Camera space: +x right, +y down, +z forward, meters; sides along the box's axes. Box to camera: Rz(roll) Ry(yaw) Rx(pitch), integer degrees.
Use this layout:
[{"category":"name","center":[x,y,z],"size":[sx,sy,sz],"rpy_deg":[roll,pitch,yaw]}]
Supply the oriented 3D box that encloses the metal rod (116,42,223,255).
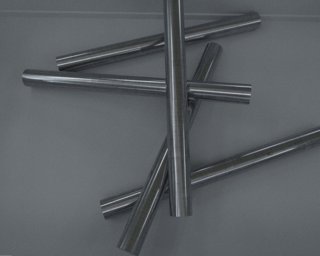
[{"category":"metal rod","center":[0.023,0.007,0.389],"size":[0.025,0.025,0.300],"rpy_deg":[22,64,7]}]

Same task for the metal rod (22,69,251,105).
[{"category":"metal rod","center":[-0.038,-0.055,0.404],"size":[0.301,0.025,0.025],"rpy_deg":[6,70,11]}]

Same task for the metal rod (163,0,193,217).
[{"category":"metal rod","center":[0.019,-0.051,0.366],"size":[0.025,0.025,0.298],"rpy_deg":[-1,80,-1]}]

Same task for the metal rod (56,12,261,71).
[{"category":"metal rod","center":[0.002,-0.126,0.455],"size":[0.302,0.025,0.025],"rpy_deg":[-14,71,-6]}]

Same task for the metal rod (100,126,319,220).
[{"category":"metal rod","center":[0.075,0.053,0.391],"size":[0.302,0.025,0.025],"rpy_deg":[-18,71,-7]}]
